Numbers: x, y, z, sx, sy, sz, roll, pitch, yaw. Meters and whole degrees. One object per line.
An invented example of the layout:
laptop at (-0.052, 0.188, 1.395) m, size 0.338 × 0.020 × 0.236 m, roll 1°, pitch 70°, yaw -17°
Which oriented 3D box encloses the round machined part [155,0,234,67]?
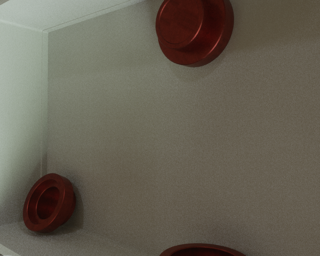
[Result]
round machined part at (0.034, -0.124, 0.368) m, size 0.098 × 0.042 × 0.097 m, roll 0°, pitch 90°, yaw 40°

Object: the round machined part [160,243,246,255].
round machined part at (0.047, 0.158, 0.320) m, size 0.098 × 0.099 × 0.042 m, roll 1°, pitch 89°, yaw 40°

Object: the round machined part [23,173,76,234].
round machined part at (-0.184, 0.131, 0.532) m, size 0.098 × 0.042 × 0.098 m, roll -17°, pitch 55°, yaw 27°
